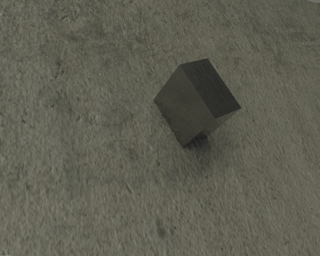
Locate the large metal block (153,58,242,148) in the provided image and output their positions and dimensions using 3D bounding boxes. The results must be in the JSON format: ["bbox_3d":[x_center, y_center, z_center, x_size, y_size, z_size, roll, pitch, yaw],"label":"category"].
[{"bbox_3d":[0.046,-0.032,0.413,0.050,0.080,0.080,-21,73,-36],"label":"large metal block"}]
